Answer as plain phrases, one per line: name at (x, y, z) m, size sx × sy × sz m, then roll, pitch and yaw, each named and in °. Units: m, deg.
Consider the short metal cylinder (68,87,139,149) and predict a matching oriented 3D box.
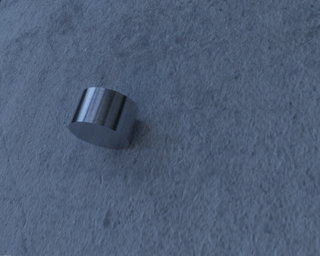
short metal cylinder at (-0.074, -0.011, 0.412) m, size 0.080 × 0.080 × 0.050 m, roll 0°, pitch 62°, yaw 28°
